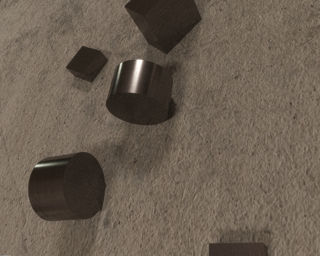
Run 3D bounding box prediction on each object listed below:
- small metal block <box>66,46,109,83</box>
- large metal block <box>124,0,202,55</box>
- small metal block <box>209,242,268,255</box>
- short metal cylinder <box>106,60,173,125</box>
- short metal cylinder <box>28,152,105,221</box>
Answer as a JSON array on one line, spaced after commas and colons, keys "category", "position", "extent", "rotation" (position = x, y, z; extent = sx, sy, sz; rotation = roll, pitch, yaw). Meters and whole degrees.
[{"category": "small metal block", "position": [-0.126, -0.111, 0.536], "extent": [0.050, 0.025, 0.050], "rotation": [23, 74, 36]}, {"category": "large metal block", "position": [0.007, -0.175, 0.471], "extent": [0.080, 0.080, 0.050], "rotation": [-46, 51, -4]}, {"category": "small metal block", "position": [0.073, 0.134, 0.283], "extent": [0.050, 0.025, 0.050], "rotation": [-10, 58, 22]}, {"category": "short metal cylinder", "position": [-0.026, -0.045, 0.408], "extent": [0.080, 0.080, 0.050], "rotation": [-4, 60, 25]}, {"category": "short metal cylinder", "position": [-0.112, 0.072, 0.381], "extent": [0.050, 0.080, 0.080], "rotation": [-10, 58, 22]}]
